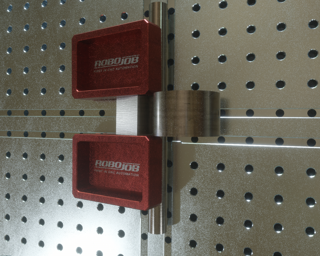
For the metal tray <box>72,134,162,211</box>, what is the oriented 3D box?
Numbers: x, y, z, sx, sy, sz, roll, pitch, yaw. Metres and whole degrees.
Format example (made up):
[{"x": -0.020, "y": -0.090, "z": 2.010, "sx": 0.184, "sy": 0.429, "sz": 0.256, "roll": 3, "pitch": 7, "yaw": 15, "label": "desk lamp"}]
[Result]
[{"x": -0.060, "y": 0.054, "z": 0.412, "sx": 0.130, "sy": 0.030, "sz": 0.089, "roll": 1, "pitch": 90, "yaw": 32, "label": "metal tray"}]

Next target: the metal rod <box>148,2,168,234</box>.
[{"x": -0.003, "y": -0.013, "z": 0.409, "sx": 0.025, "sy": 0.025, "sz": 0.298, "roll": 0, "pitch": 90, "yaw": 20, "label": "metal rod"}]

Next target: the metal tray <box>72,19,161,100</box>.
[{"x": -0.061, "y": -0.085, "z": 0.413, "sx": 0.130, "sy": 0.030, "sz": 0.089, "roll": 0, "pitch": 90, "yaw": 32, "label": "metal tray"}]

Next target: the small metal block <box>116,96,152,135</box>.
[{"x": -0.034, "y": -0.016, "z": 0.409, "sx": 0.050, "sy": 0.025, "sz": 0.050, "roll": 1, "pitch": 91, "yaw": 51, "label": "small metal block"}]

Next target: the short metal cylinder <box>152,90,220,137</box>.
[{"x": 0.031, "y": -0.016, "z": 0.369, "sx": 0.080, "sy": 0.080, "sz": 0.050, "roll": 0, "pitch": 90, "yaw": 20, "label": "short metal cylinder"}]
